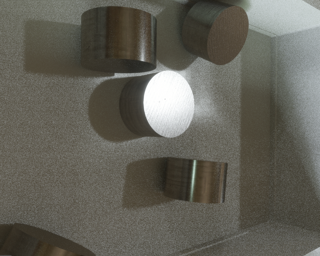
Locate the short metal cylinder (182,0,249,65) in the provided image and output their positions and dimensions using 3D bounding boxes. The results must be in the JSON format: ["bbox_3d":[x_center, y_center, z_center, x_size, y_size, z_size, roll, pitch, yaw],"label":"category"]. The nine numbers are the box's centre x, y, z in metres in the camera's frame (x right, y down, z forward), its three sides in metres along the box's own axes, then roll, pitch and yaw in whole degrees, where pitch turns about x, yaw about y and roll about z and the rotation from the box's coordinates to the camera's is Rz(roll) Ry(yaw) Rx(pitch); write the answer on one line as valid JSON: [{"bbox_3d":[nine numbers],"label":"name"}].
[{"bbox_3d":[0.078,-0.135,0.435,0.081,0.050,0.079,-24,131,-30],"label":"short metal cylinder"}]

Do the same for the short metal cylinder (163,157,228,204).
[{"bbox_3d":[0.047,0.067,0.410,0.081,0.080,0.050,10,84,-40],"label":"short metal cylinder"}]

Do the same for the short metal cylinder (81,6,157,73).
[{"bbox_3d":[-0.044,-0.091,0.334,0.081,0.080,0.050,1,90,-40],"label":"short metal cylinder"}]

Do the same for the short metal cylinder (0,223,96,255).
[{"bbox_3d":[-0.107,0.126,0.282,0.080,0.080,0.050,36,68,-34],"label":"short metal cylinder"}]

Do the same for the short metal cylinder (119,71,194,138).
[{"bbox_3d":[-0.003,-0.028,0.387,0.081,0.050,0.080,0,90,-40],"label":"short metal cylinder"}]
